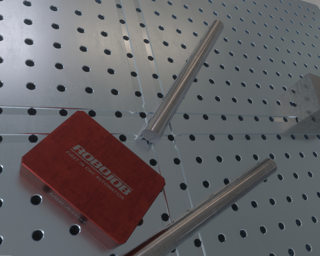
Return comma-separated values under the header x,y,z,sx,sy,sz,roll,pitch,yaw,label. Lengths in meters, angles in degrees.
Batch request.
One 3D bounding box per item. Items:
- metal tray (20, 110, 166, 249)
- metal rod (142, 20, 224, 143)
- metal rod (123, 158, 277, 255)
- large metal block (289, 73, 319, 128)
x,y,z,sx,sy,sz,roll,pitch,yaw,label
-0.069,0.052,0.336,0.130,0.030,0.090,40,51,-1,metal tray
0.048,-0.090,0.488,0.025,0.025,0.301,35,51,-5,metal rod
0.050,0.104,0.371,0.302,0.025,0.025,-23,74,-36,metal rod
0.301,-0.048,0.583,0.081,0.050,0.080,13,56,-21,large metal block
